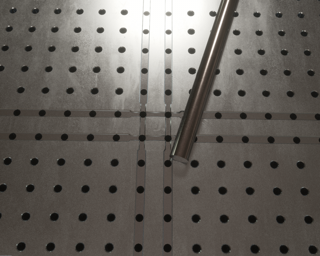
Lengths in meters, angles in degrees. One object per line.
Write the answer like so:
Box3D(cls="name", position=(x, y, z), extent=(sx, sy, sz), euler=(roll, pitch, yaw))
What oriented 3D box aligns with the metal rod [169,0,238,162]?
Box3D(cls="metal rod", position=(0.071, -0.094, 0.446), extent=(0.025, 0.025, 0.299), euler=(18, 71, 6))
